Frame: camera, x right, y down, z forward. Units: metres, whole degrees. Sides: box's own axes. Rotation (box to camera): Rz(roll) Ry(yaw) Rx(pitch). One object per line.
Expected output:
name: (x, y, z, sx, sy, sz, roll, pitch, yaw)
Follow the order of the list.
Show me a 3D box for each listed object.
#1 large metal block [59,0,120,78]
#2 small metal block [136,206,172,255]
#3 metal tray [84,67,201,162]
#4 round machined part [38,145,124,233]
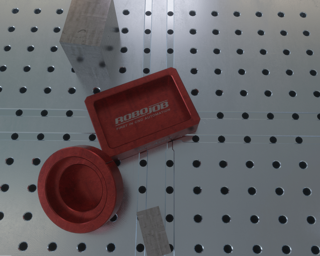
large metal block: (-0.092, -0.126, 0.428, 0.050, 0.080, 0.080, 7, 70, 3)
small metal block: (-0.007, 0.120, 0.354, 0.025, 0.050, 0.050, -15, 71, -5)
metal tray: (-0.023, -0.019, 0.415, 0.131, 0.030, 0.090, -21, 71, -8)
round machined part: (-0.088, 0.068, 0.363, 0.098, 0.042, 0.097, 1, 93, 15)
